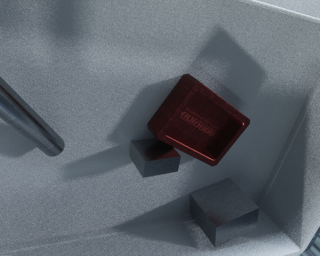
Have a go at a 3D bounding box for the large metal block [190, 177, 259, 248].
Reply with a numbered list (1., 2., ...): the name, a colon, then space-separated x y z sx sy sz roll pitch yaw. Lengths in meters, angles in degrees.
1. large metal block: 0.105 0.138 0.519 0.081 0.080 0.050 -17 126 -19

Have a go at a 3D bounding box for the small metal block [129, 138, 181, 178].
1. small metal block: -0.008 0.038 0.413 0.050 0.050 0.025 -6 121 -26

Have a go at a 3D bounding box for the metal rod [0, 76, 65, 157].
1. metal rod: -0.139 -0.043 0.224 0.025 0.025 0.299 -31 155 -8

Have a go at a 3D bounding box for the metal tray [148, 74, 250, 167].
1. metal tray: 0.058 -0.006 0.435 0.131 0.030 0.090 28 103 -38
